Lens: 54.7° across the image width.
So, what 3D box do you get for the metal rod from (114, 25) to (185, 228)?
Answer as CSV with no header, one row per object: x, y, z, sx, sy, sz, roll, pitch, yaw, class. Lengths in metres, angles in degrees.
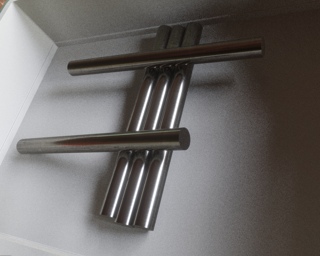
-0.006,-0.019,0.420,0.025,0.025,0.300,1,62,29,metal rod

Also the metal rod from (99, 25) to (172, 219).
-0.026,-0.024,0.434,0.025,0.025,0.300,1,62,28,metal rod

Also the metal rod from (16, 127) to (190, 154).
-0.097,0.021,0.420,0.300,0.025,0.025,-4,60,34,metal rod

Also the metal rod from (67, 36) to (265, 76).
-0.010,-0.097,0.437,0.300,0.025,0.025,0,62,28,metal rod

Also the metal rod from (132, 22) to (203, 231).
0.017,-0.020,0.407,0.025,0.025,0.300,1,62,29,metal rod
